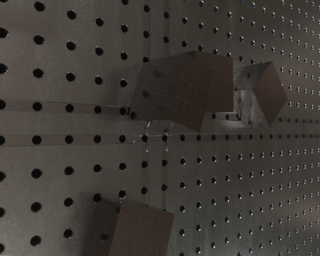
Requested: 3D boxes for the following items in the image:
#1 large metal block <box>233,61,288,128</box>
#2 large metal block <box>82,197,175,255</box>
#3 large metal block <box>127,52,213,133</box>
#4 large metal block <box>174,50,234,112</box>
[{"bbox_3d":[0.171,-0.057,0.539,0.080,0.050,0.080,-49,119,-29],"label":"large metal block"},{"bbox_3d":[-0.037,0.131,0.364,0.080,0.050,0.080,22,76,-38],"label":"large metal block"},{"bbox_3d":[0.012,-0.040,0.385,0.050,0.080,0.080,22,76,-38],"label":"large metal block"},{"bbox_3d":[0.060,-0.062,0.446,0.081,0.050,0.079,-2,92,-40],"label":"large metal block"}]
